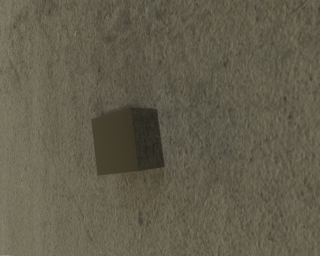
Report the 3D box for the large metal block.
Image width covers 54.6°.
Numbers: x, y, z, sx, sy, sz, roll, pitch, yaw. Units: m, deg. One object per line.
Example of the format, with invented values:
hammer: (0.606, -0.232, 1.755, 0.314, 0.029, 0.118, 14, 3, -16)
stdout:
large metal block: (-0.045, 0.020, 0.427, 0.080, 0.050, 0.080, -13, 82, 39)
